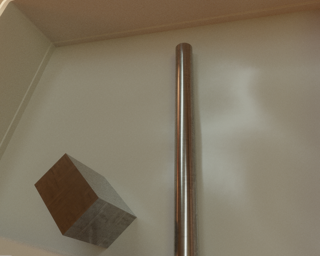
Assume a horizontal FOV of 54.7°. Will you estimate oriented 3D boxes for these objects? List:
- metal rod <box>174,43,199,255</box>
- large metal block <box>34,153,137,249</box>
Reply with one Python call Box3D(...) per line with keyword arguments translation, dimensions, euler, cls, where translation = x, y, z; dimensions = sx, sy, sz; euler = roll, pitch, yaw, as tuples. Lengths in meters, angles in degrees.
Box3D(translation=(0.031, 0.012, 0.381), dimensions=(0.025, 0.025, 0.299), euler=(-11, 57, 22), cls="metal rod")
Box3D(translation=(-0.085, 0.086, 0.361), dimensions=(0.050, 0.080, 0.080), euler=(-47, 52, -4), cls="large metal block")
